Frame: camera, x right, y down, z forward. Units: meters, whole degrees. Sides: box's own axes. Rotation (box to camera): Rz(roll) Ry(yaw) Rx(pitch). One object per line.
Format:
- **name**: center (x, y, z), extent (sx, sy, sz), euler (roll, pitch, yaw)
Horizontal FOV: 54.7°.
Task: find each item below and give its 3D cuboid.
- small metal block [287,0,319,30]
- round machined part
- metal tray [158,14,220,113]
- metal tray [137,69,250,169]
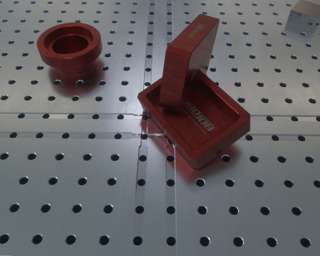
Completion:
- **small metal block**: center (0.280, -0.217, 0.592), extent (0.050, 0.025, 0.050), euler (29, 56, 22)
- **round machined part**: center (-0.143, -0.126, 0.501), extent (0.099, 0.042, 0.098), euler (0, 50, 0)
- **metal tray**: center (0.042, -0.092, 0.427), extent (0.030, 0.089, 0.131), euler (21, 42, 13)
- **metal tray**: center (0.042, -0.022, 0.406), extent (0.090, 0.030, 0.130), euler (-36, 57, -7)
